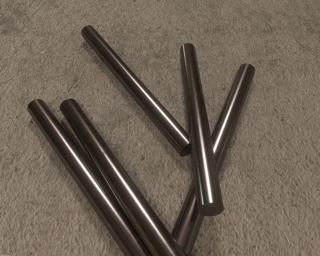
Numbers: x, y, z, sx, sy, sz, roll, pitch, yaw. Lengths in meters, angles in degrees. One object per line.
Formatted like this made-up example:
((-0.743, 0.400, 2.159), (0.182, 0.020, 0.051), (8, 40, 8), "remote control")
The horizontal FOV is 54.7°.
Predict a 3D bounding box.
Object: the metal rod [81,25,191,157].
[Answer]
((-0.046, -0.071, 0.462), (0.025, 0.025, 0.300), (-26, 55, -20), "metal rod")

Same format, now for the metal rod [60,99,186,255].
((-0.044, 0.058, 0.337), (0.025, 0.025, 0.300), (-26, 50, -21), "metal rod")

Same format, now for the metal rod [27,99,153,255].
((-0.079, 0.062, 0.349), (0.025, 0.025, 0.300), (-30, 57, -23), "metal rod")

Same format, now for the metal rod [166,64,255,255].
((0.076, 0.016, 0.390), (0.025, 0.025, 0.301), (18, 52, 14), "metal rod")

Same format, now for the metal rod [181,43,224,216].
((0.047, -0.026, 0.405), (0.025, 0.025, 0.300), (0, 44, -1), "metal rod")
